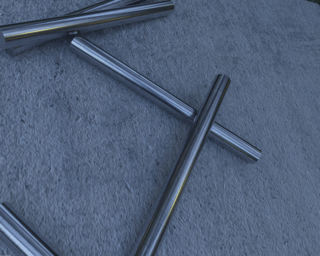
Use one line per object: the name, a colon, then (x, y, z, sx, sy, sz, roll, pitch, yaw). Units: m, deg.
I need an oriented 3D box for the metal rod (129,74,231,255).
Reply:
metal rod: (0.030, 0.043, 0.372, 0.025, 0.025, 0.301, 33, 58, -7)

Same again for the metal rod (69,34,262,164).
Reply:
metal rod: (0.013, -0.036, 0.432, 0.301, 0.025, 0.025, 32, 52, -8)

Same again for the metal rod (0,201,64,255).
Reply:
metal rod: (-0.038, 0.178, 0.274, 0.300, 0.025, 0.025, 43, 51, 1)

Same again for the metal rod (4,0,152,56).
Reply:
metal rod: (-0.091, -0.173, 0.459, 0.025, 0.025, 0.302, 46, 51, 4)

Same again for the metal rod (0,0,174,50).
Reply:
metal rod: (-0.079, -0.153, 0.436, 0.302, 0.025, 0.025, -31, 79, -43)
